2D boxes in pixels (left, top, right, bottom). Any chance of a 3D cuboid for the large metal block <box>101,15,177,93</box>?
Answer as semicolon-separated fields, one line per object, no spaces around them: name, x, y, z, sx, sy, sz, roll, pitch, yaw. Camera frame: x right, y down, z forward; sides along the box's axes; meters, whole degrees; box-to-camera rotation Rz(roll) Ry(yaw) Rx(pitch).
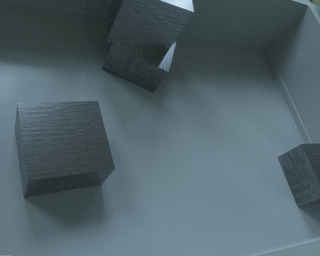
large metal block;-0.027;-0.109;0.441;0.080;0.050;0.080;24;53;-14

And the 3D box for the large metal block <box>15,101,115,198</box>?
large metal block;-0.101;0.020;0.323;0.081;0.050;0.080;-4;64;-30

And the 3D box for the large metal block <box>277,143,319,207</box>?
large metal block;0.242;0.070;0.477;0.081;0.050;0.080;1;62;-28

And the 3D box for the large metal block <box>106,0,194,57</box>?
large metal block;-0.015;-0.143;0.385;0.081;0.080;0.050;10;58;-23
